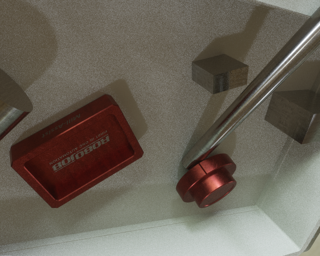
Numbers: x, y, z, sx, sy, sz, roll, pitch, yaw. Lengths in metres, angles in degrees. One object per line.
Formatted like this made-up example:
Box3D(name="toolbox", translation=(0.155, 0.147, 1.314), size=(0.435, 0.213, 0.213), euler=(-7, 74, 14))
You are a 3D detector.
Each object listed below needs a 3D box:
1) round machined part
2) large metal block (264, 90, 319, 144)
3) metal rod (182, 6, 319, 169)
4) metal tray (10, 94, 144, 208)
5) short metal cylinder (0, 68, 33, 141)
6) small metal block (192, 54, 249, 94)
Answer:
Box3D(name="round machined part", translation=(0.077, 0.086, 0.474), size=(0.099, 0.042, 0.098), euler=(-25, 149, -16))
Box3D(name="large metal block", translation=(0.229, -0.021, 0.489), size=(0.081, 0.080, 0.050), euler=(-6, 121, -26))
Box3D(name="metal rod", translation=(0.103, -0.031, 0.362), size=(0.025, 0.025, 0.298), euler=(-1, 146, -29))
Box3D(name="metal tray", translation=(-0.095, 0.029, 0.372), size=(0.131, 0.030, 0.090), euler=(-31, 129, -9))
Box3D(name="short metal cylinder", translation=(-0.161, -0.026, 0.269), size=(0.050, 0.080, 0.080), euler=(-44, 130, 2))
Box3D(name="small metal block", translation=(0.075, -0.070, 0.392), size=(0.050, 0.050, 0.025), euler=(-18, 126, -19))
